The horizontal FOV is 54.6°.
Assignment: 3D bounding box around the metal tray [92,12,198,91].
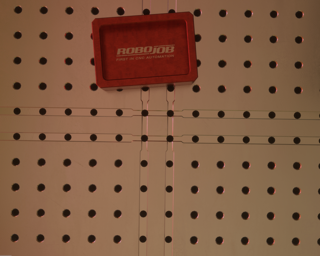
[{"bbox_3d":[-0.019,-0.100,0.410,0.131,0.030,0.090,-4,90,0],"label":"metal tray"}]
